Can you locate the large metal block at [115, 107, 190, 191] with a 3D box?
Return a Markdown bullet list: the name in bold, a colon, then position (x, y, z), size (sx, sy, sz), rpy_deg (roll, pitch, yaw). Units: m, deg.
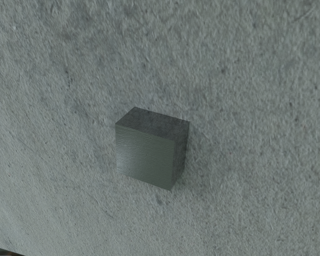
- **large metal block**: position (-0.011, 0.026, 0.413), size (0.080, 0.050, 0.079), rpy_deg (16, 125, 19)
